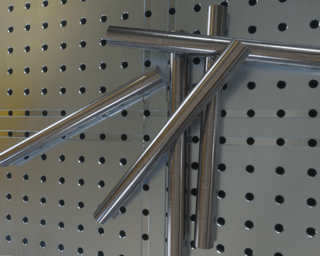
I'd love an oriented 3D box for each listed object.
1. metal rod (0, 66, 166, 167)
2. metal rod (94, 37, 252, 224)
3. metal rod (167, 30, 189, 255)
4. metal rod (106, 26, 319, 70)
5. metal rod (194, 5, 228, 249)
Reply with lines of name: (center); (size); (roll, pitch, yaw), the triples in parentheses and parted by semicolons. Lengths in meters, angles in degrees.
metal rod: (-0.127, -0.010, 0.458); (0.300, 0.025, 0.025); (-26, 82, 18)
metal rod: (0.002, 0.019, 0.387); (0.025, 0.025, 0.299); (44, 113, 14)
metal rod: (0.024, 0.026, 0.404); (0.025, 0.025, 0.298); (1, 90, 20)
metal rod: (0.084, -0.092, 0.359); (0.301, 0.025, 0.025); (9, 93, 10)
metal rod: (0.063, 0.000, 0.390); (0.025, 0.025, 0.298); (4, 91, 20)
